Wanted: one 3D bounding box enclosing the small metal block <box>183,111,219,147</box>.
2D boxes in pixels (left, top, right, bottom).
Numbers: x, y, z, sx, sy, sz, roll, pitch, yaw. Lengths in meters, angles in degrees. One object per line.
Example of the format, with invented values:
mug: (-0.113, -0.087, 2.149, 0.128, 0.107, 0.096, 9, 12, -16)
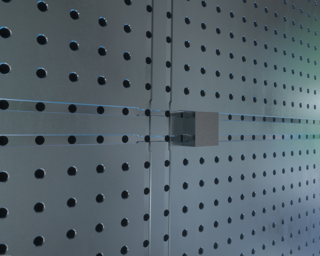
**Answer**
small metal block: (0.061, 0.001, 0.459, 0.050, 0.025, 0.050, 0, 90, -40)
